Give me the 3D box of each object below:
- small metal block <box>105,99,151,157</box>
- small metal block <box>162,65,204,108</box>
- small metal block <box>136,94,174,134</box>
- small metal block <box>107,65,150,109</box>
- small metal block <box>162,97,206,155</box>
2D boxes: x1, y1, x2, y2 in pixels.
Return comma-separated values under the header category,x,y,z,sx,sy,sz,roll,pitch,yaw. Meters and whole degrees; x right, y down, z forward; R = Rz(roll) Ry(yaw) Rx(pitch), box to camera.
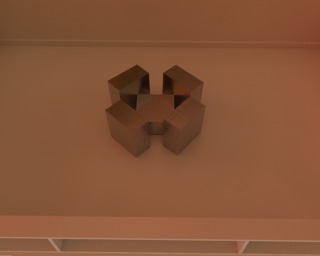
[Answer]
category,x,y,z,sx,sy,sz,roll,pitch,yaw
small metal block,-0.039,0.001,0.386,0.025,0.050,0.050,-38,59,-26
small metal block,0.030,-0.051,0.429,0.025,0.050,0.050,-37,60,-28
small metal block,-0.006,-0.019,0.418,0.050,0.025,0.050,1,50,0
small metal block,-0.041,-0.052,0.429,0.050,0.050,0.025,-35,58,-25
small metal block,0.030,-0.003,0.388,0.025,0.050,0.050,34,57,24
